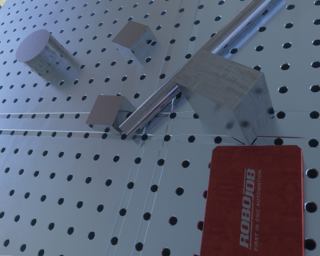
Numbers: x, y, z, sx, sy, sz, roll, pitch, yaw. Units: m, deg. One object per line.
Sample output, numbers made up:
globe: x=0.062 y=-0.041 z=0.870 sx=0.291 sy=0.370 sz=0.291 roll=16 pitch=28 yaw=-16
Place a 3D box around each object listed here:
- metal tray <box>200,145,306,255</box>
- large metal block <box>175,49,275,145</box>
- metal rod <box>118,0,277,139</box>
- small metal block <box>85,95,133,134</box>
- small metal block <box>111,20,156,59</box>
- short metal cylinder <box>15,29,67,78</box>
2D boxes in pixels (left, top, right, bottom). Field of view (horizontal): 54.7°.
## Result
metal tray: x=0.093 y=0.082 z=0.306 sx=0.090 sy=0.030 sz=0.130 roll=-2 pitch=60 yaw=27
large metal block: x=0.076 y=-0.034 z=0.354 sx=0.080 sy=0.080 sz=0.050 roll=34 pitch=81 yaw=38
metal rod: x=0.059 y=-0.097 z=0.436 sx=0.300 sy=0.025 sz=0.025 roll=-44 pitch=51 yaw=-3
small metal block: x=-0.075 y=-0.021 z=0.461 sx=0.050 sy=0.025 sz=0.050 roll=6 pitch=65 yaw=31
small metal block: x=-0.045 y=-0.151 z=0.525 sx=0.050 sy=0.025 sz=0.050 roll=32 pitch=79 yaw=38
short metal cylinder: x=-0.230 y=-0.144 z=0.602 sx=0.080 sy=0.050 sz=0.080 roll=-13 pitch=56 yaw=21
